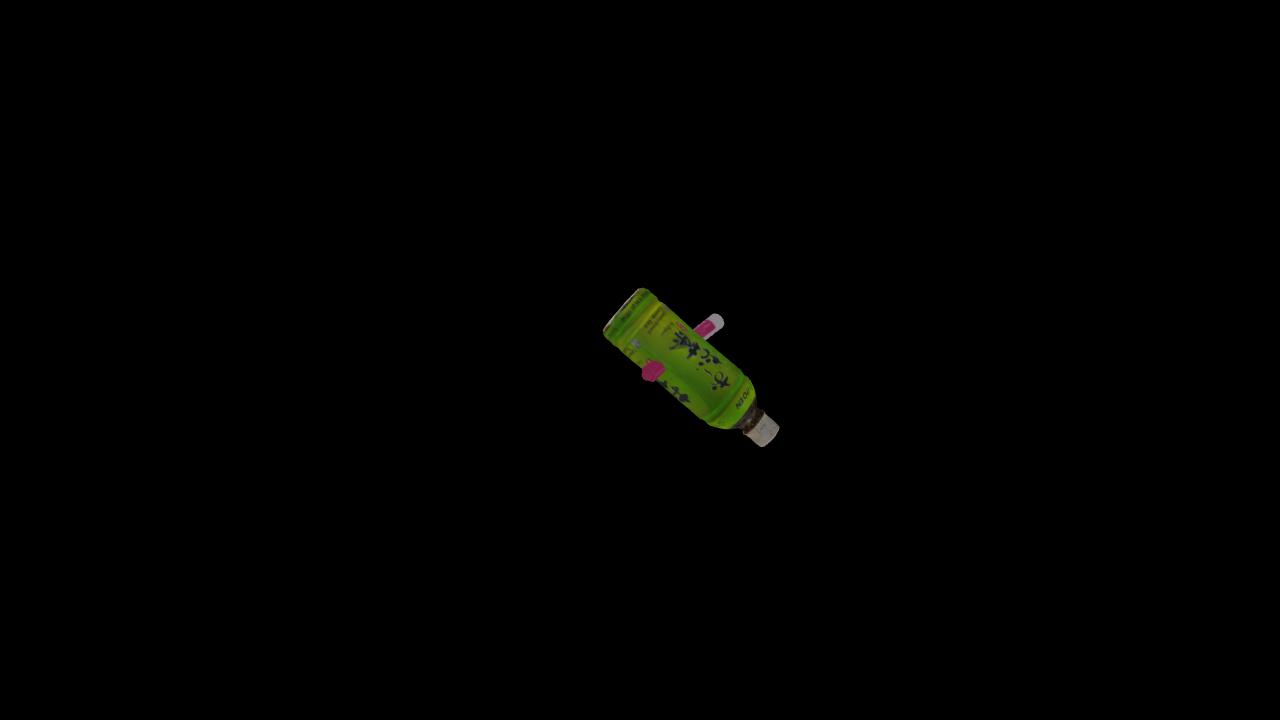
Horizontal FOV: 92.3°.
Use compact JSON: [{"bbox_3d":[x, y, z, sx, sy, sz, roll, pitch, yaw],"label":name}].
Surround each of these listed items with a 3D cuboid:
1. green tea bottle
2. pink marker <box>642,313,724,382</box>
[{"bbox_3d":[0.060,0.013,0.656,0.212,0.073,0.073,39,-2,-2],"label":"green tea bottle"},{"bbox_3d":[0.046,-0.013,0.653,0.121,0.020,0.020,-37,22,-32],"label":"pink marker"}]
